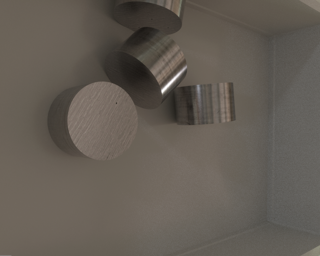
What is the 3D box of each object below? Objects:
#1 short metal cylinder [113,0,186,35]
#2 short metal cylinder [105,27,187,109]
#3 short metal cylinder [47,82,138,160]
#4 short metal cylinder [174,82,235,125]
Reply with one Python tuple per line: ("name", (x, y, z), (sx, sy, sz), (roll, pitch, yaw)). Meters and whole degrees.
("short metal cylinder", (-0.010, -0.150, 0.364), (0.081, 0.080, 0.050), (15, 81, -39))
("short metal cylinder", (-0.016, -0.068, 0.359), (0.050, 0.080, 0.080), (-50, 120, -29))
("short metal cylinder", (-0.071, -0.007, 0.332), (0.081, 0.050, 0.079), (0, 90, -40))
("short metal cylinder", (0.061, -0.033, 0.424), (0.081, 0.080, 0.050), (-9, 96, -40))
